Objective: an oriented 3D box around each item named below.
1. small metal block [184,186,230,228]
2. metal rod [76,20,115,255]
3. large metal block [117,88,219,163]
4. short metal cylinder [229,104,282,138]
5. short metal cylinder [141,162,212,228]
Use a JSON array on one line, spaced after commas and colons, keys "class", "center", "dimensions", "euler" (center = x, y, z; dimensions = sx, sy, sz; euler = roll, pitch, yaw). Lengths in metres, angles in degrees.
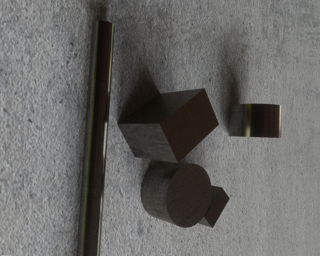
[{"class": "small metal block", "center": [0.062, 0.108, 0.441], "dimensions": [0.050, 0.050, 0.025], "euler": [-51, 120, -28]}, {"class": "metal rod", "center": [-0.072, 0.032, 0.344], "dimensions": [0.025, 0.025, 0.298], "euler": [5, 87, -40]}, {"class": "large metal block", "center": [0.010, -0.005, 0.377], "dimensions": [0.080, 0.080, 0.050], "euler": [-39, 114, -33]}, {"class": "short metal cylinder", "center": [0.152, -0.010, 0.496], "dimensions": [0.081, 0.080, 0.050], "euler": [3, 89, -40]}, {"class": "short metal cylinder", "center": [0.022, 0.084, 0.407], "dimensions": [0.081, 0.050, 0.079], "euler": [0, 90, -40]}]
